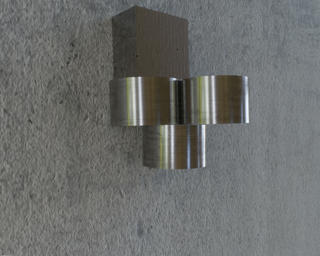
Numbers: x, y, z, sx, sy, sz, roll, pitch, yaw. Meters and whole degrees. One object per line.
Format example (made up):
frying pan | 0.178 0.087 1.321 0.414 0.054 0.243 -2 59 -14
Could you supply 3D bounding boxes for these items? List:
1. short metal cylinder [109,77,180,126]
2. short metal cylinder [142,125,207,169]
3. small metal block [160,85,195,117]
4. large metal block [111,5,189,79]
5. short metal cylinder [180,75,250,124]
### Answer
short metal cylinder | -0.017 -0.029 0.356 0.081 0.080 0.050 -3 92 -40
short metal cylinder | 0.018 0.021 0.386 0.081 0.080 0.050 -1 91 -40
small metal block | 0.022 -0.030 0.411 0.025 0.050 0.050 1 89 -40
large metal block | -0.011 -0.095 0.381 0.081 0.050 0.079 -2 92 -40
short metal cylinder | 0.062 -0.030 0.358 0.081 0.080 0.050 -3 92 -40
